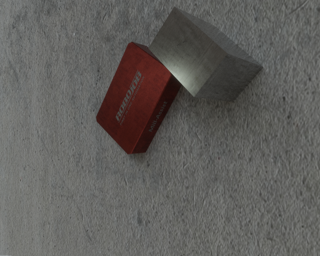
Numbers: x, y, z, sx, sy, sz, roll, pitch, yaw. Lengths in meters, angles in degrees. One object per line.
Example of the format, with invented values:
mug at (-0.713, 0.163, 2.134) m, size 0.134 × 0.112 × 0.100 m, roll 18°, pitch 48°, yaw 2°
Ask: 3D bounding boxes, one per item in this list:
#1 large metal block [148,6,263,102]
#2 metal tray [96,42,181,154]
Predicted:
large metal block at (0.049, -0.075, 0.329) m, size 0.080 × 0.081 × 0.050 m, roll 51°, pitch 120°, yaw 27°
metal tray at (-0.031, -0.040, 0.428) m, size 0.090 × 0.030 × 0.129 m, roll 42°, pitch 115°, yaw 32°
